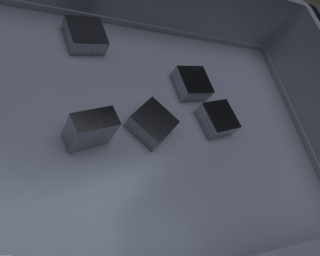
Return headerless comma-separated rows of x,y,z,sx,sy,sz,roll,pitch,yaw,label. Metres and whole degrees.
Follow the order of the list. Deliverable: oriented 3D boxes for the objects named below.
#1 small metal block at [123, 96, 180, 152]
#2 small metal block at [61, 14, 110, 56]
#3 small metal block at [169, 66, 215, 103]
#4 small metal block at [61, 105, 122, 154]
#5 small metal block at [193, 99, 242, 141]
-0.010,-0.005,0.405,0.050,0.025,0.050,43,51,1,small metal block
-0.104,-0.127,0.429,0.050,0.025,0.050,-8,66,-32,small metal block
0.049,-0.068,0.475,0.050,0.025,0.050,-6,65,-31,small metal block
-0.078,0.002,0.347,0.050,0.050,0.025,-14,70,-34,small metal block
0.086,-0.013,0.462,0.050,0.025,0.050,-12,68,-33,small metal block
